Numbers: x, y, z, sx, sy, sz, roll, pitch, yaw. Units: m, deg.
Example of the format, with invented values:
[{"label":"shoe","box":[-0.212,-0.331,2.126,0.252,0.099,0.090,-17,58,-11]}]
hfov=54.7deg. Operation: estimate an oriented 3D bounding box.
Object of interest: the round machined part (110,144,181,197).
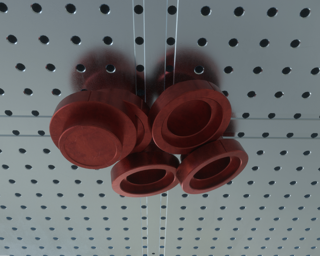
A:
[{"label":"round machined part","box":[-0.020,0.058,0.438,0.099,0.042,0.098,-8,145,-6]}]

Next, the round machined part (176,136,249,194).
[{"label":"round machined part","box":[0.067,0.046,0.425,0.099,0.042,0.097,-17,143,-13]}]

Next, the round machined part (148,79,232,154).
[{"label":"round machined part","box":[0.032,-0.017,0.375,0.099,0.042,0.097,-11,133,-12]}]

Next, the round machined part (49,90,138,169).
[{"label":"round machined part","box":[-0.075,0.009,0.351,0.099,0.042,0.097,-1,130,0]}]

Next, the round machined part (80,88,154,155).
[{"label":"round machined part","box":[-0.057,-0.010,0.391,0.099,0.042,0.097,-1,130,0]}]
